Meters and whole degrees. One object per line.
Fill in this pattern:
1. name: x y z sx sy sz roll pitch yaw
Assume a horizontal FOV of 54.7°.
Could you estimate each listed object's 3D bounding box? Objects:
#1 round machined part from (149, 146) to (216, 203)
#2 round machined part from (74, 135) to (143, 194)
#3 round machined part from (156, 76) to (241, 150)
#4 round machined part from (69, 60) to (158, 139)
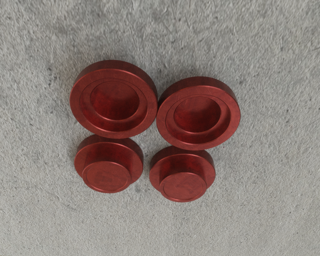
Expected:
1. round machined part: 0.033 0.074 0.459 0.099 0.042 0.097 0 130 0
2. round machined part: -0.073 0.057 0.443 0.099 0.042 0.097 0 130 0
3. round machined part: 0.045 -0.022 0.378 0.099 0.042 0.097 0 130 0
4. round machined part: -0.052 -0.037 0.364 0.099 0.042 0.097 0 130 0
